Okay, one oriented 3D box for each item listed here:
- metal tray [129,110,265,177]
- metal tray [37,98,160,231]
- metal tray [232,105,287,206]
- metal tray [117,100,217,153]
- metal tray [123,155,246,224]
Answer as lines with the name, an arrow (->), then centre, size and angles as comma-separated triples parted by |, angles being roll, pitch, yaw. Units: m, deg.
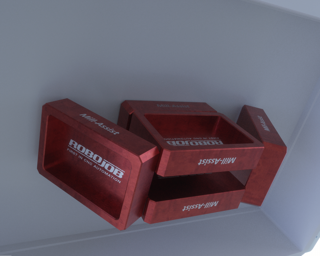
metal tray -> 0.041, 0.013, 0.355 | 0.131, 0.090, 0.030 | 0, 118, -29
metal tray -> -0.071, 0.035, 0.324 | 0.030, 0.130, 0.089 | -26, 137, -55
metal tray -> 0.126, 0.033, 0.429 | 0.030, 0.130, 0.089 | 14, 115, -2
metal tray -> 0.007, 0.011, 0.414 | 0.131, 0.030, 0.089 | -1, 119, -29
metal tray -> 0.027, 0.066, 0.381 | 0.131, 0.090, 0.030 | -1, 118, -29
